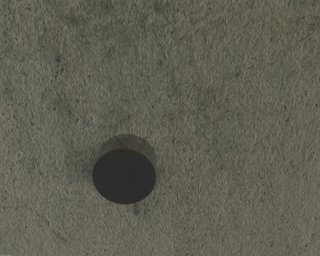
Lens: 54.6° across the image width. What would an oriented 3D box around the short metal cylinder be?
[{"bbox_3d":[-0.045,0.054,0.416,0.080,0.050,0.079,0,110,0],"label":"short metal cylinder"}]
